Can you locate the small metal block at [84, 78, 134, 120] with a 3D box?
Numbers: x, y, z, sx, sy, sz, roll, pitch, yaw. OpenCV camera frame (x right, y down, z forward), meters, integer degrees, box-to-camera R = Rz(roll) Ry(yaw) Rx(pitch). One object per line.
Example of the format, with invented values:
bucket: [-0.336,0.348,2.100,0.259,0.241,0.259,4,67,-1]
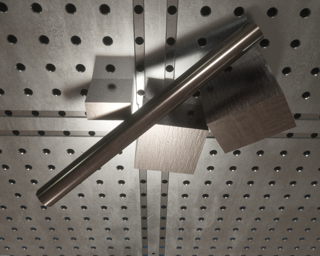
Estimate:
small metal block: [-0.058,-0.034,0.365,0.050,0.050,0.025,1,130,-1]

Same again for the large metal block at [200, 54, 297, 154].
large metal block: [0.096,-0.028,0.353,0.080,0.080,0.050,-24,126,18]

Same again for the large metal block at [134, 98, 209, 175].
large metal block: [0.012,0.012,0.406,0.081,0.050,0.079,7,130,-6]

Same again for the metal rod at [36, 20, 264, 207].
metal rod: [-0.016,-0.011,0.343,0.300,0.025,0.025,-38,123,6]
